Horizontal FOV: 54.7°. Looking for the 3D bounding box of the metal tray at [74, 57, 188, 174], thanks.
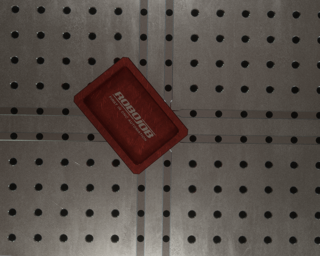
[{"bbox_3d":[-0.037,-0.016,0.410,0.090,0.030,0.130,-39,91,-1],"label":"metal tray"}]
